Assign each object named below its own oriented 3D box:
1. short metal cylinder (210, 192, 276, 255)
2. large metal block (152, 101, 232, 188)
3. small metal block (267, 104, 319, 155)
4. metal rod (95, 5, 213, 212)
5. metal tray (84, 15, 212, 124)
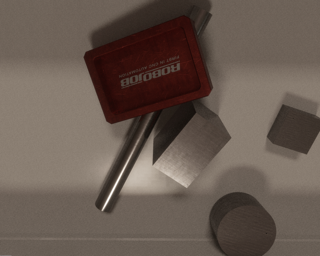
[{"bbox_3d":[0.117,0.139,0.443,0.081,0.050,0.079,0,99,-2],"label":"short metal cylinder"},{"bbox_3d":[0.035,0.013,0.388,0.050,0.080,0.080,35,106,-12],"label":"large metal block"},{"bbox_3d":[0.181,0.002,0.415,0.050,0.025,0.050,17,109,-7],"label":"small metal block"},{"bbox_3d":[-0.016,-0.012,0.406,0.025,0.025,0.298,25,108,-9],"label":"metal rod"},{"bbox_3d":[-0.013,-0.065,0.363,0.130,0.030,0.089,-16,99,16],"label":"metal tray"}]
